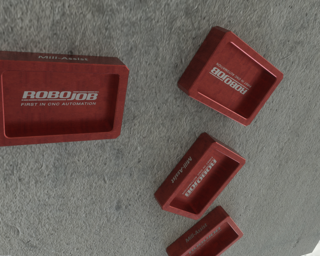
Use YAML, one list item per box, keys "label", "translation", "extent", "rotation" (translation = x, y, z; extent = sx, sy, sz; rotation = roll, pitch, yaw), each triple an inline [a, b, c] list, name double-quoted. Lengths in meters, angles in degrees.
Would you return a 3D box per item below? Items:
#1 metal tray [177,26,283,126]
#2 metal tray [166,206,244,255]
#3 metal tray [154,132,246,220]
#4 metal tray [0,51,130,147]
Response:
- label: "metal tray"
  translation: [0.098, -0.064, 0.416]
  extent: [0.131, 0.030, 0.090]
  rotation: [23, 106, -37]
- label: "metal tray"
  translation: [0.086, 0.215, 0.583]
  extent: [0.130, 0.030, 0.090]
  rotation: [-39, 130, -2]
- label: "metal tray"
  translation: [0.063, 0.079, 0.486]
  extent: [0.090, 0.030, 0.130]
  rotation: [29, 102, -38]
- label: "metal tray"
  translation: [-0.104, -0.030, 0.327]
  extent: [0.131, 0.030, 0.089]
  rotation: [-3, 120, -27]
